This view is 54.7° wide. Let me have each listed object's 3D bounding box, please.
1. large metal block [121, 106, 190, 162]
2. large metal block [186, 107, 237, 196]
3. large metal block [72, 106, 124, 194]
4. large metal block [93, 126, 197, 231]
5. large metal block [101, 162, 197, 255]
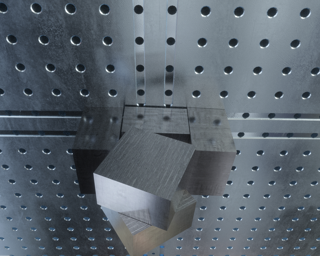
[{"bbox_3d":[-0.007,0.020,0.409,0.081,0.050,0.079,2,130,-2],"label":"large metal block"},{"bbox_3d":[0.058,0.030,0.402,0.050,0.080,0.079,3,130,-3],"label":"large metal block"},{"bbox_3d":[-0.074,0.028,0.399,0.050,0.080,0.079,1,130,-2],"label":"large metal block"},{"bbox_3d":[-0.014,0.051,0.335,0.080,0.080,0.050,17,131,15],"label":"large metal block"},{"bbox_3d":[-0.016,0.091,0.365,0.081,0.080,0.050,-21,136,-27],"label":"large metal block"}]
